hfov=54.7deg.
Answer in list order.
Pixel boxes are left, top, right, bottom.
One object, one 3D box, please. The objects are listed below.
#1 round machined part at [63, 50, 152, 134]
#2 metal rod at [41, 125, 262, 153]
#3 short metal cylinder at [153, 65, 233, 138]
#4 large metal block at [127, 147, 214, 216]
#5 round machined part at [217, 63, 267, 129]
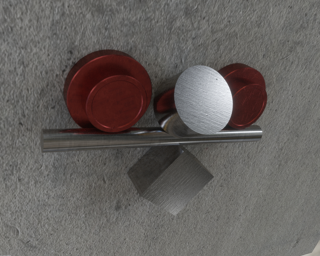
[{"bbox_3d":[-0.053,-0.034,0.346,0.099,0.042,0.097,-14,124,-21],"label":"round machined part"},{"bbox_3d":[0.011,0.011,0.393,0.303,0.025,0.025,-1,119,-28],"label":"metal rod"},{"bbox_3d":[0.039,-0.029,0.372,0.081,0.050,0.080,4,81,-27],"label":"short metal cylinder"},{"bbox_3d":[0.015,0.066,0.439,0.080,0.050,0.080,-46,129,4],"label":"large metal block"},{"bbox_3d":[0.110,-0.037,0.434,0.099,0.042,0.097,-14,124,-21],"label":"round machined part"}]
